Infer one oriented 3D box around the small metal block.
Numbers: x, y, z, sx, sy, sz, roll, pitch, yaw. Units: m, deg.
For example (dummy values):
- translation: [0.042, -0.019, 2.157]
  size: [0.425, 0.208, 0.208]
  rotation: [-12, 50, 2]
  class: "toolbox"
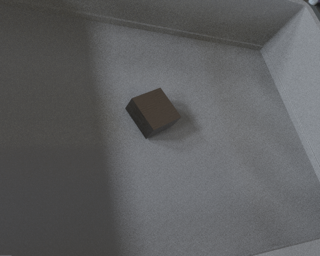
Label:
- translation: [-0.009, -0.020, 0.410]
  size: [0.050, 0.025, 0.050]
  rotation: [-26, 76, -37]
  class: "small metal block"
